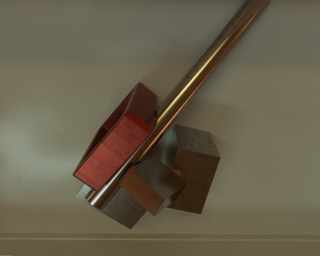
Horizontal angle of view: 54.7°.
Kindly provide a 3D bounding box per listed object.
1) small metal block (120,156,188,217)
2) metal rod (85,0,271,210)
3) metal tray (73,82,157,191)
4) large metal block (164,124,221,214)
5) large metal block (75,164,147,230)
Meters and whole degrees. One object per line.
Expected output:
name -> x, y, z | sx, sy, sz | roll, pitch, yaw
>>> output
small metal block -> -0.006, 0.062, 0.340 | 0.050, 0.050, 0.025 | 38, 117, 19
metal rod -> 0.022, -0.033, 0.350 | 0.025, 0.025, 0.300 | 40, 88, -14
metal tray -> -0.045, 0.003, 0.354 | 0.030, 0.130, 0.090 | 39, 106, -12
large metal block -> 0.035, 0.050, 0.401 | 0.050, 0.080, 0.079 | 13, 110, -5
large metal block -> -0.054, 0.072, 0.408 | 0.080, 0.080, 0.050 | 35, 106, -12
